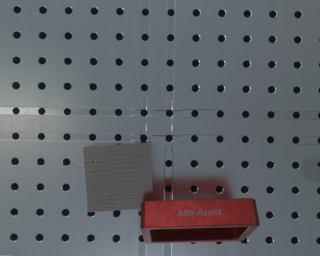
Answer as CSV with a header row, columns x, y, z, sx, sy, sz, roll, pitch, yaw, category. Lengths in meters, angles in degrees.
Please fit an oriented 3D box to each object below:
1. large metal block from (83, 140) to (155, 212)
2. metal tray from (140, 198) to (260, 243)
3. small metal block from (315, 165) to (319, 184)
x,y,z,sx,sy,sz,roll,pitch,yaw,category
-0.050,0.060,0.401,0.081,0.050,0.079,-4,90,0,large metal block
0.044,0.116,0.380,0.131,0.090,0.030,-2,59,0,metal tray
0.241,0.061,0.403,0.050,0.050,0.025,-9,90,0,small metal block
